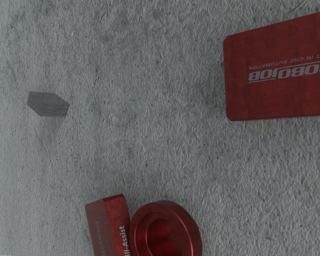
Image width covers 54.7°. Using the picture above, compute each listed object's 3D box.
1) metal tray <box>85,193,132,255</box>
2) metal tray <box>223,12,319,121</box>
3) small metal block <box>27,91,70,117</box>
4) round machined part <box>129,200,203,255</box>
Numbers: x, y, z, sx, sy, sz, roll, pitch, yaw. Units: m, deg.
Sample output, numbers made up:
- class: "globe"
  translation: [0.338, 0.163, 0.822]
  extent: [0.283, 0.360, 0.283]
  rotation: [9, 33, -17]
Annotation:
- class: "metal tray"
  translation: [-0.066, 0.165, 0.436]
  extent: [0.090, 0.030, 0.129]
  rotation: [-33, 69, 55]
- class: "metal tray"
  translation: [0.127, -0.055, 0.296]
  extent: [0.130, 0.030, 0.089]
  rotation: [-4, 88, 39]
- class: "small metal block"
  translation: [-0.198, -0.042, 0.549]
  extent: [0.050, 0.050, 0.025]
  rotation: [33, 110, 35]
- class: "round machined part"
  translation: [0.011, 0.138, 0.383]
  extent: [0.098, 0.042, 0.097]
  rotation: [0, 90, 39]
